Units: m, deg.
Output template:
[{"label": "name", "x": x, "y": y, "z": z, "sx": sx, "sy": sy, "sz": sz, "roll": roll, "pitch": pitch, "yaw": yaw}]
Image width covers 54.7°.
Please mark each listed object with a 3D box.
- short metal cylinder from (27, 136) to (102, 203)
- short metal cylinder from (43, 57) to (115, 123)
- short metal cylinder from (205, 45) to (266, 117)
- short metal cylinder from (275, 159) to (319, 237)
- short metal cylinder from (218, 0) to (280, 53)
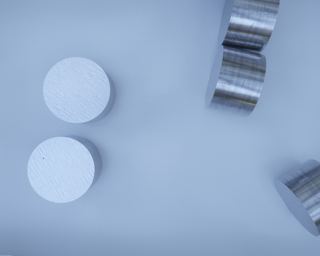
[{"label": "short metal cylinder", "x": -0.119, "y": 0.050, "z": 0.397, "sx": 0.081, "sy": 0.050, "sz": 0.079, "roll": 0, "pitch": 90, "yaw": -1}, {"label": "short metal cylinder", "x": -0.100, "y": -0.046, "z": 0.398, "sx": 0.081, "sy": 0.050, "sz": 0.079, "roll": 0, "pitch": 90, "yaw": -1}, {"label": "short metal cylinder", "x": 0.091, "y": -0.058, "z": 0.385, "sx": 0.050, "sy": 0.080, "sz": 0.080, "roll": 13, "pitch": 90, "yaw": -1}, {"label": "short metal cylinder", "x": 0.190, "y": 0.086, "z": 0.387, "sx": 0.050, "sy": 0.080, "sz": 0.080, "roll": -32, "pitch": 90, "yaw": 0}, {"label": "short metal cylinder", "x": 0.108, "y": -0.137, "z": 0.385, "sx": 0.050, "sy": 0.080, "sz": 0.080, "roll": 10, "pitch": 90, "yaw": 0}]
